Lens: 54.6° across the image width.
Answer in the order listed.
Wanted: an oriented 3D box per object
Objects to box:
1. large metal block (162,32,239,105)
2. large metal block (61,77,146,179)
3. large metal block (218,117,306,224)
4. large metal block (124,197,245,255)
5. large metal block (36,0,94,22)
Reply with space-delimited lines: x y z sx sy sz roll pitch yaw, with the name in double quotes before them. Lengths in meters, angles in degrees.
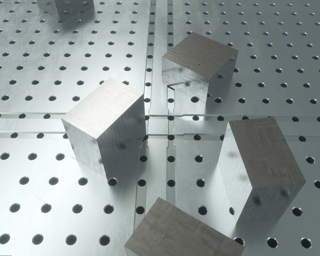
"large metal block" 0.059 -0.093 0.470 0.080 0.050 0.080 31 56 23
"large metal block" -0.062 0.000 0.372 0.050 0.080 0.080 28 55 21
"large metal block" 0.102 0.046 0.334 0.050 0.080 0.080 -6 50 -5
"large metal block" 0.019 0.118 0.273 0.080 0.080 0.050 26 55 20
"large metal block" -0.190 -0.262 0.611 0.080 0.050 0.080 37 59 27
